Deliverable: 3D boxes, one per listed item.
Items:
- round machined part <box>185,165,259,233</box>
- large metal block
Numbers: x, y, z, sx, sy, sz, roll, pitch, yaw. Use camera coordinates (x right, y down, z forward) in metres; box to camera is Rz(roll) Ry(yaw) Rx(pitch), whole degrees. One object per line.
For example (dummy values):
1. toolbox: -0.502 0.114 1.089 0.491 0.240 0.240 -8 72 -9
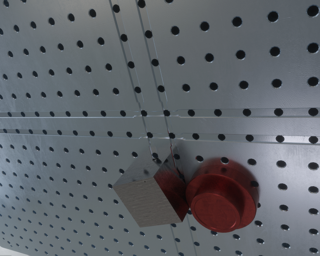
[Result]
1. round machined part: 0.080 0.103 0.421 0.098 0.042 0.097 13 124 21
2. large metal block: -0.009 0.096 0.460 0.080 0.050 0.080 -20 108 35
